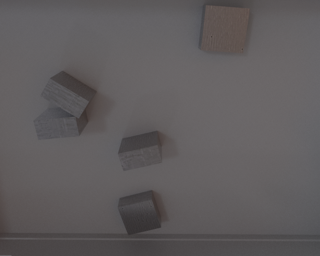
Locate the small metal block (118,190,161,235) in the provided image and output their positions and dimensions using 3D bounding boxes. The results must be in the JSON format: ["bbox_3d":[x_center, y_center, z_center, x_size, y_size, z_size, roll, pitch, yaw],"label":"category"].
[{"bbox_3d":[-0.029,0.125,0.457,0.050,0.025,0.050,-15,110,5],"label":"small metal block"}]

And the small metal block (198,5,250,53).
[{"bbox_3d":[0.075,-0.118,0.369,0.050,0.025,0.050,4,110,-2],"label":"small metal block"}]

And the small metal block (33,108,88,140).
[{"bbox_3d":[-0.124,-0.008,0.393,0.050,0.050,0.025,-6,110,2],"label":"small metal block"}]

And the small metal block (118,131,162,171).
[{"bbox_3d":[-0.025,0.029,0.408,0.050,0.050,0.025,-13,110,4],"label":"small metal block"}]

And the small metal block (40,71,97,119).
[{"bbox_3d":[-0.110,-0.042,0.381,0.050,0.050,0.025,31,107,-11],"label":"small metal block"}]
